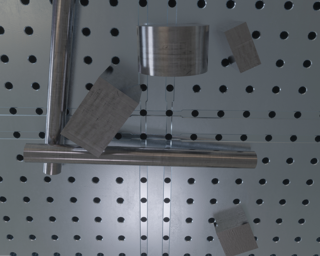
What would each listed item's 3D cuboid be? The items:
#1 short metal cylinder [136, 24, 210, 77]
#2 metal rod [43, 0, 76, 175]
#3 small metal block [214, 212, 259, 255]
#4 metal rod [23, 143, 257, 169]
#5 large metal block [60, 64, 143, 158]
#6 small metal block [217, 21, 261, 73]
[{"bbox_3d":[0.014,-0.091,0.351,0.081,0.080,0.050,-1,110,0],"label":"short metal cylinder"},{"bbox_3d":[-0.124,-0.078,0.383,0.025,0.025,0.298,10,110,-4],"label":"metal rod"},{"bbox_3d":[0.116,0.165,0.475,0.050,0.025,0.050,-21,109,7],"label":"small metal block"},{"bbox_3d":[-0.019,0.038,0.412,0.302,0.025,0.025,3,110,-7],"label":"metal rod"},{"bbox_3d":[-0.067,-0.024,0.375,0.050,0.080,0.080,35,106,-12],"label":"large metal block"},{"bbox_3d":[0.092,-0.097,0.365,0.025,0.050,0.050,-24,109,9],"label":"small metal block"}]
